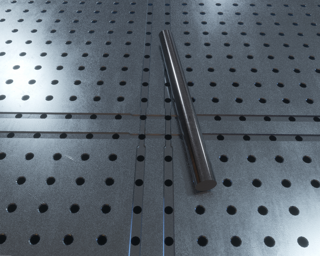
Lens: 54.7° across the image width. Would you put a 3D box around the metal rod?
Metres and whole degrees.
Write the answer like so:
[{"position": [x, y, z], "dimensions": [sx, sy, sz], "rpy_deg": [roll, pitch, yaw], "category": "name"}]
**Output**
[{"position": [0.031, -0.048, 0.448], "dimensions": [0.025, 0.025, 0.300], "rpy_deg": [-6, 50, -6], "category": "metal rod"}]
